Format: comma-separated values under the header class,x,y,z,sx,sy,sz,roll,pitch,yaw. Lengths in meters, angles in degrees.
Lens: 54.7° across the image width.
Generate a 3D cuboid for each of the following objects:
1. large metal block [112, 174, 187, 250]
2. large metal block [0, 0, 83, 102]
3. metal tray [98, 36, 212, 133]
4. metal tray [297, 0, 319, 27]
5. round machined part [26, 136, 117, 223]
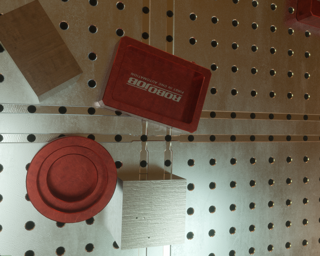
class,x,y,z,sx,sy,sz,roll,pitch,yaw
large metal block,-0.014,0.102,0.394,0.081,0.050,0.080,2,89,-20
large metal block,-0.131,-0.077,0.335,0.050,0.080,0.080,-34,101,-17
metal tray,-0.004,-0.053,0.408,0.131,0.030,0.090,17,84,-19
metal tray,0.294,-0.212,0.517,0.131,0.030,0.089,7,88,-20
round machined part,-0.103,0.058,0.365,0.099,0.042,0.097,0,90,-20
